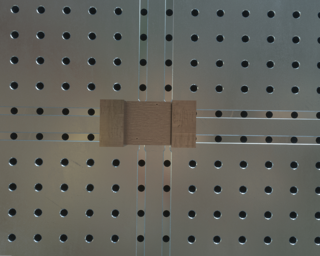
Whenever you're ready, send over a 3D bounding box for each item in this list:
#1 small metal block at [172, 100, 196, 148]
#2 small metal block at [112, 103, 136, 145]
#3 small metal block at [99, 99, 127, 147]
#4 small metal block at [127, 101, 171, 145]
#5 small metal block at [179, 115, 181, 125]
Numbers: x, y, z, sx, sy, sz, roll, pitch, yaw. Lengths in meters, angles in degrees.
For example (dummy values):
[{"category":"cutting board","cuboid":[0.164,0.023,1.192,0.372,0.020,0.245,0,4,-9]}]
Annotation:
[{"category":"small metal block","cuboid":[0.025,-0.004,0.350,0.025,0.050,0.050,1,90,0]},{"category":"small metal block","cuboid":[-0.045,-0.005,0.400,0.025,0.050,0.050,1,90,0]},{"category":"small metal block","cuboid":[-0.051,-0.005,0.349,0.025,0.050,0.050,1,90,0]},{"category":"small metal block","cuboid":[-0.013,-0.006,0.364,0.050,0.025,0.050,1,90,-1]},{"category":"small metal block","cuboid":[0.020,-0.004,0.401,0.025,0.050,0.050,-1,90,0]}]
